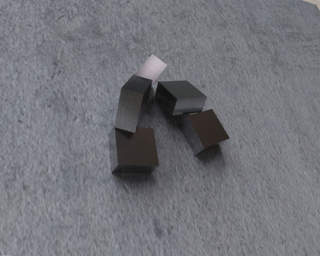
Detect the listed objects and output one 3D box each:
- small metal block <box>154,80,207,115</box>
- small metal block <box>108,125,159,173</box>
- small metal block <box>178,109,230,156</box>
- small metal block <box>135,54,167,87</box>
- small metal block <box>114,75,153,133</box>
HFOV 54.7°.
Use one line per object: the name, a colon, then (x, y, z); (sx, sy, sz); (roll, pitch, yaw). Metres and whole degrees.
small metal block: (0.028, -0.044, 0.434); (0.050, 0.025, 0.050); (-8, 38, -32)
small metal block: (-0.032, 0.026, 0.372); (0.050, 0.025, 0.050); (5, 60, -26)
small metal block: (0.062, 0.005, 0.436); (0.050, 0.025, 0.050); (-17, 71, -35)
small metal block: (-0.021, -0.063, 0.416); (0.025, 0.050, 0.050); (36, 51, -5)
small metal block: (-0.031, -0.030, 0.369); (0.025, 0.050, 0.050); (16, 28, 3)
